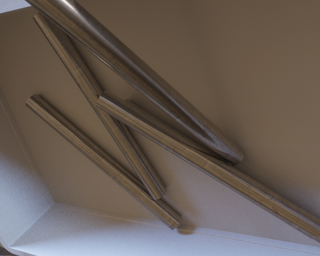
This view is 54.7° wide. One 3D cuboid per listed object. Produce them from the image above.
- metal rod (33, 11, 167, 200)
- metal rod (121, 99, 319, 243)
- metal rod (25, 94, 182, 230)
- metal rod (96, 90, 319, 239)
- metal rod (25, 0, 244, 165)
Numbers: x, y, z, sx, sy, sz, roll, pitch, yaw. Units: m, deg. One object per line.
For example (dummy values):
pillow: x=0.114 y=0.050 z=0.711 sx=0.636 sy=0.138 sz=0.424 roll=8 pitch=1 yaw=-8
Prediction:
metal rod: x=-0.076 y=-0.023 z=0.434 sx=0.025 sy=0.025 sz=0.299 roll=-21 pitch=107 yaw=36
metal rod: x=0.077 y=0.051 z=0.399 sx=0.301 sy=0.025 sz=0.025 roll=32 pitch=129 yaw=7
metal rod: x=-0.088 y=0.053 z=0.487 sx=0.300 sy=0.025 sz=0.025 roll=40 pitch=129 yaw=0
metal rod: x=0.054 y=0.040 z=0.376 sx=0.301 sy=0.025 sz=0.025 roll=31 pitch=129 yaw=7
metal rod: x=-0.007 y=-0.040 z=0.300 sx=0.025 sy=0.025 sz=0.301 roll=-23 pitch=134 yaw=36
